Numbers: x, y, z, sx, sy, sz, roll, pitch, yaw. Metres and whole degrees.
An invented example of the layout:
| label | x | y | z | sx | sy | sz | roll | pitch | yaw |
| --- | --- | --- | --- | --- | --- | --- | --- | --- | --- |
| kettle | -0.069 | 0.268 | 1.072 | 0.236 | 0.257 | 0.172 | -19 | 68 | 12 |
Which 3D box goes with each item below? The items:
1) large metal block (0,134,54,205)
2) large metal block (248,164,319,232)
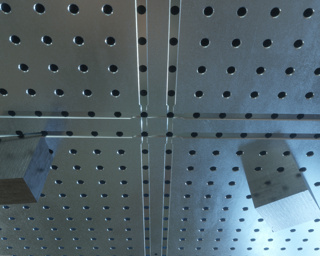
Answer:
| label | x | y | z | sx | sy | sz | roll | pitch | yaw |
| --- | --- | --- | --- | --- | --- | --- | --- | --- | --- |
| large metal block | -0.202 | 0.056 | 0.421 | 0.080 | 0.080 | 0.050 | -4 | 130 | 3 |
| large metal block | 0.199 | 0.113 | 0.493 | 0.080 | 0.050 | 0.080 | -27 | 125 | 21 |
